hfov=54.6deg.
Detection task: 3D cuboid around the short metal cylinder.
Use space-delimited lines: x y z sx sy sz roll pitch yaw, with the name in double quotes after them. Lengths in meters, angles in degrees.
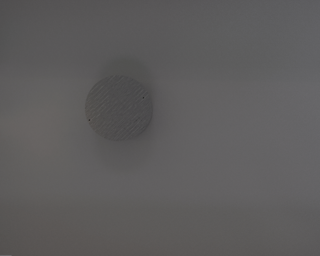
-0.050 -0.024 0.399 0.080 0.050 0.080 0 90 0 "short metal cylinder"
